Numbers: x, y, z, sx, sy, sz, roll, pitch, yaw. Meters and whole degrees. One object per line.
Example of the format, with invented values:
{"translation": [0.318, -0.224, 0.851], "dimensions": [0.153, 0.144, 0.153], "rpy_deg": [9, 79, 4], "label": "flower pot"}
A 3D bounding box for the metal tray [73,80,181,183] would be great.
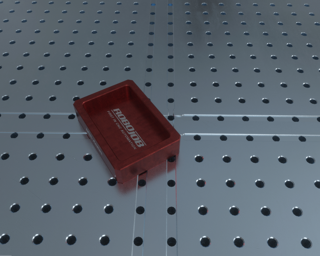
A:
{"translation": [-0.045, -0.002, 0.405], "dimensions": [0.091, 0.030, 0.130], "rpy_deg": [-26, 55, -20], "label": "metal tray"}
